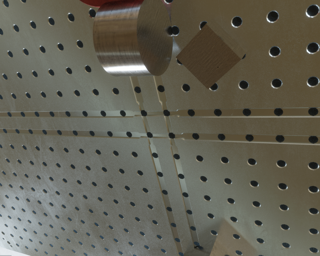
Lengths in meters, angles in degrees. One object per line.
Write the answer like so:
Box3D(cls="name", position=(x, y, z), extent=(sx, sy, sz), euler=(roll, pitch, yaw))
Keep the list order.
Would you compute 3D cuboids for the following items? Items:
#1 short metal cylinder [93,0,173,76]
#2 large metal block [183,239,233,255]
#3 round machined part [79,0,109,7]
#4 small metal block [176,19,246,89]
Box3D(cls="short metal cylinder", position=(-0.026, -0.095, 0.330), extent=(0.050, 0.080, 0.079), euler=(4, 120, 26))
Box3D(cls="large metal block", position=(0.084, 0.236, 0.497), extent=(0.080, 0.050, 0.080), euler=(44, 129, -3))
Box3D(cls="round machined part", position=(-0.073, -0.179, 0.328), extent=(0.098, 0.042, 0.097), euler=(13, 124, 21))
Box3D(cls="small metal block", position=(0.055, -0.079, 0.334), extent=(0.050, 0.025, 0.050), euler=(45, 129, -3))
